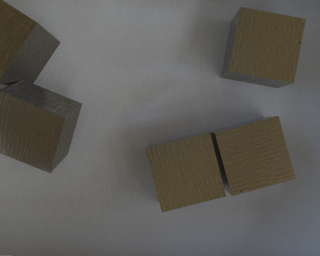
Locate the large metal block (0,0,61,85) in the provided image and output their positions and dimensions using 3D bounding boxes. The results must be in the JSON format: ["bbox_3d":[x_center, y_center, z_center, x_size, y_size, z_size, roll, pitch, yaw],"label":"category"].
[{"bbox_3d":[-0.178,-0.097,0.382,0.050,0.080,0.080,33,90,0],"label":"large metal block"}]

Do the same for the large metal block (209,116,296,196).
[{"bbox_3d":[0.116,0.034,0.401,0.080,0.050,0.080,-15,90,-1],"label":"large metal block"}]

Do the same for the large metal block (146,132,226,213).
[{"bbox_3d":[0.031,0.054,0.399,0.080,0.050,0.080,-14,90,-1],"label":"large metal block"}]

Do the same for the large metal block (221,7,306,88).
[{"bbox_3d":[0.130,-0.101,0.401,0.080,0.050,0.080,10,90,-1],"label":"large metal block"}]

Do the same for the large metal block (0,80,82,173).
[{"bbox_3d":[-0.153,-0.003,0.383,0.080,0.050,0.079,22,114,-1],"label":"large metal block"}]
